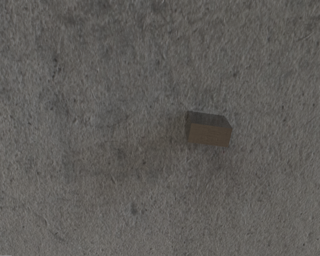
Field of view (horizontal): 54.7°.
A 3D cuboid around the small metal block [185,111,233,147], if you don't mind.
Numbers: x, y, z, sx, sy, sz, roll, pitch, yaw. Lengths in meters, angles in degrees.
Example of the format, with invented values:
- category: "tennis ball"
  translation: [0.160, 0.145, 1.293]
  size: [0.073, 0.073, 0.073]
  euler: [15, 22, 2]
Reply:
- category: "small metal block"
  translation: [0.060, 0.000, 0.398]
  size: [0.050, 0.050, 0.025]
  euler: [8, 110, -3]
